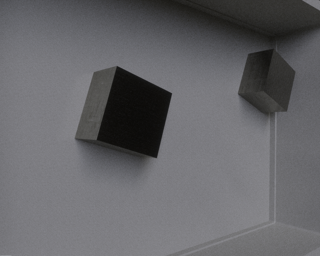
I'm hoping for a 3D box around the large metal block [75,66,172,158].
[{"bbox_3d":[-0.040,-0.015,0.357,0.080,0.050,0.080,22,76,-38],"label":"large metal block"}]

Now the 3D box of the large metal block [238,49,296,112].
[{"bbox_3d":[0.191,-0.081,0.550,0.080,0.050,0.080,28,72,-37],"label":"large metal block"}]
